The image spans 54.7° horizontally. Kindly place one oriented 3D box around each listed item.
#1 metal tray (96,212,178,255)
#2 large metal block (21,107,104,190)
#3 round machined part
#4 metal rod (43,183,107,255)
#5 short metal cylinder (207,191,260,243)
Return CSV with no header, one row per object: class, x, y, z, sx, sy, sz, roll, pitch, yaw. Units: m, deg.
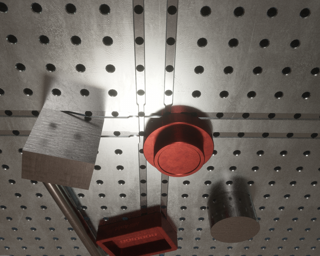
metal tray,-0.042,0.209,0.585,0.130,0.030,0.090,-18,128,14
large metal block,-0.121,0.025,0.395,0.081,0.080,0.050,13,129,-11
round machined part,0.025,0.030,0.427,0.099,0.042,0.097,-1,130,0
metal rod,-0.146,0.170,0.554,0.025,0.025,0.298,-8,130,6
short metal cylinder,0.123,0.152,0.527,0.081,0.050,0.079,-1,130,0
